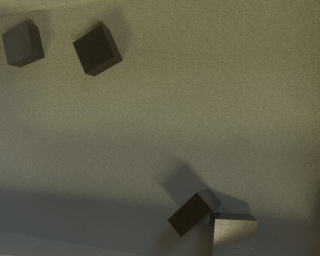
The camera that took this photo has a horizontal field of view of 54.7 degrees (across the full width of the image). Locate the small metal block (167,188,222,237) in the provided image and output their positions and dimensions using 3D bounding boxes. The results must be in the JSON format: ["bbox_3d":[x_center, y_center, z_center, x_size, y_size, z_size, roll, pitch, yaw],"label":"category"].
[{"bbox_3d":[0.044,0.102,0.380,0.050,0.050,0.025,-47,70,14],"label":"small metal block"}]

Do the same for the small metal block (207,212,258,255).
[{"bbox_3d":[0.086,0.130,0.370,0.050,0.025,0.050,4,92,-4],"label":"small metal block"}]

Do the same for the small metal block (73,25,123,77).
[{"bbox_3d":[-0.089,-0.109,0.440,0.050,0.025,0.050,-26,82,17],"label":"small metal block"}]

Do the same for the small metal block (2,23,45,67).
[{"bbox_3d":[-0.214,-0.128,0.484,0.050,0.025,0.050,-16,85,19],"label":"small metal block"}]
